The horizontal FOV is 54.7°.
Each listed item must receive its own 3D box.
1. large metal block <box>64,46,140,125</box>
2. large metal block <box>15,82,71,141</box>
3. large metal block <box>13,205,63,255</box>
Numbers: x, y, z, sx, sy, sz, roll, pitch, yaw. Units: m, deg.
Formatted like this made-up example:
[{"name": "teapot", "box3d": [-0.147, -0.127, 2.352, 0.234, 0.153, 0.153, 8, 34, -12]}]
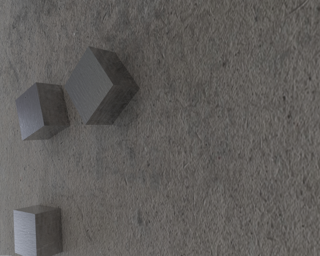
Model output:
[{"name": "large metal block", "box3d": [-0.089, -0.061, 0.462, 0.080, 0.050, 0.080, -49, 61, 29]}, {"name": "large metal block", "box3d": [-0.216, -0.028, 0.567, 0.080, 0.050, 0.080, -25, 74, 37]}, {"name": "large metal block", "box3d": [-0.228, 0.191, 0.577, 0.080, 0.050, 0.080, -6, 86, 40]}]
